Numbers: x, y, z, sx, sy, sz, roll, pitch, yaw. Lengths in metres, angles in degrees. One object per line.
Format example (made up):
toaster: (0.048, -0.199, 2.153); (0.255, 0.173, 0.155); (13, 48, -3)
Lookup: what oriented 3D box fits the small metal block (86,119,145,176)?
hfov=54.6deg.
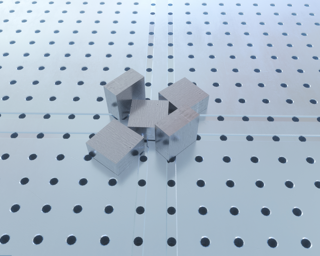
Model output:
small metal block: (-0.055, 0.023, 0.388); (0.050, 0.025, 0.050); (31, 56, 23)

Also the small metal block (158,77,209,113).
small metal block: (0.033, -0.040, 0.441); (0.050, 0.025, 0.050); (-33, 57, -24)

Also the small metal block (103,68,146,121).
small metal block: (-0.047, -0.046, 0.430); (0.025, 0.050, 0.050); (37, 60, 26)

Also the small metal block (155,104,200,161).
small metal block: (0.021, 0.006, 0.387); (0.050, 0.050, 0.025); (-35, 58, -26)

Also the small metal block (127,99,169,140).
small metal block: (-0.014, -0.011, 0.417); (0.050, 0.025, 0.050); (2, 49, 3)
